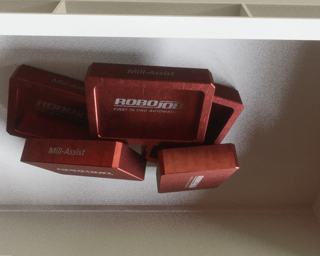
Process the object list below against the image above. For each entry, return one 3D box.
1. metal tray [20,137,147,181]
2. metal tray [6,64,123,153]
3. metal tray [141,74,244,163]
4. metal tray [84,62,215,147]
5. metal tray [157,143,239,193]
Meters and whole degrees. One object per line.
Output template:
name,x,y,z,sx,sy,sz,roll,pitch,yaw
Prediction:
metal tray,-0.093,0.041,0.392,0.130,0.030,0.090,1,162,19
metal tray,-0.116,-0.017,0.385,0.131,0.030,0.089,15,129,-13
metal tray,0.037,-0.001,0.403,0.091,0.030,0.129,15,129,-13
metal tray,-0.012,-0.023,0.344,0.131,0.030,0.089,3,130,-3
metal tray,0.042,0.058,0.411,0.091,0.030,0.130,-5,159,-4
